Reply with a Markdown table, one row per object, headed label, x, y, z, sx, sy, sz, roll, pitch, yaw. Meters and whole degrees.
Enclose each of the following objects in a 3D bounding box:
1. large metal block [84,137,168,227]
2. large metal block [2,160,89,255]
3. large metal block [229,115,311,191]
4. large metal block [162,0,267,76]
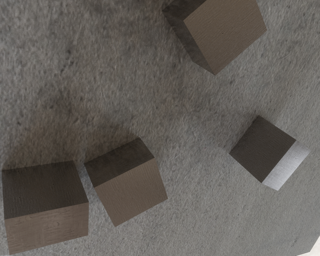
| label | x | y | z | sx | sy | sz | roll | pitch | yaw |
| --- | --- | --- | --- | --- | --- | --- | --- | --- | --- |
| large metal block | -0.043 | 0.072 | 0.413 | 0.080 | 0.050 | 0.080 | -26 | 128 | -13 |
| large metal block | -0.132 | 0.085 | 0.353 | 0.081 | 0.080 | 0.050 | -6 | 121 | -26 |
| large metal block | 0.172 | 0.039 | 0.492 | 0.050 | 0.080 | 0.080 | 26 | 104 | -38 |
| large metal block | 0.063 | -0.122 | 0.352 | 0.080 | 0.050 | 0.080 | -41 | 130 | 0 |
